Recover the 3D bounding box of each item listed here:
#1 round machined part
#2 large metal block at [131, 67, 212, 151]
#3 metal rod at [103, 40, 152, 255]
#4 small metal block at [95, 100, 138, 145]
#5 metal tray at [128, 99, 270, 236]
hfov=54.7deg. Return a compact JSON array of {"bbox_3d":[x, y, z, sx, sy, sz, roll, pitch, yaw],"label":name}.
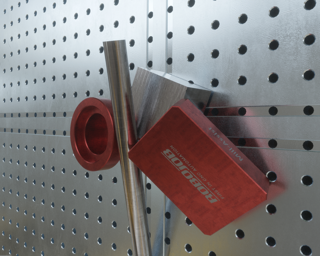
[{"bbox_3d":[-0.077,0.008,0.422,0.098,0.042,0.097,1,91,43],"label":"round machined part"},{"bbox_3d":[0.005,-0.023,0.384,0.080,0.050,0.079,29,108,36],"label":"large metal block"},{"bbox_3d":[-0.036,0.046,0.382,0.025,0.025,0.298,8,111,39],"label":"metal rod"},{"bbox_3d":[-0.065,-0.007,0.459,0.050,0.025,0.050,-28,73,36],"label":"small metal block"},{"bbox_3d":[0.040,0.044,0.336,0.130,0.030,0.090,45,121,2],"label":"metal tray"}]
